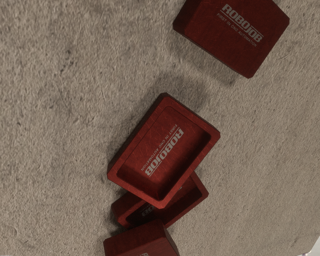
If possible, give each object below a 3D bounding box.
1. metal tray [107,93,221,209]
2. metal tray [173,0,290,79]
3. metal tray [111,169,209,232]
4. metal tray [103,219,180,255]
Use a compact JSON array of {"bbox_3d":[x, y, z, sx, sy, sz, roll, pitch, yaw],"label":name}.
[{"bbox_3d":[0.003,0.031,0.403,0.090,0.030,0.130,34,99,-14],"label":"metal tray"},{"bbox_3d":[0.090,-0.127,0.376,0.131,0.030,0.090,22,106,-37],"label":"metal tray"},{"bbox_3d":[0.003,0.111,0.475,0.130,0.030,0.090,-37,130,-4],"label":"metal tray"},{"bbox_3d":[-0.023,0.196,0.488,0.090,0.030,0.130,-22,139,-1],"label":"metal tray"}]
